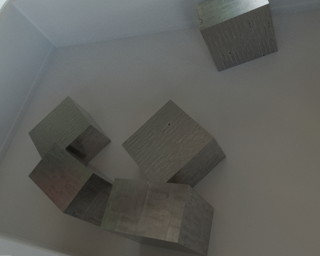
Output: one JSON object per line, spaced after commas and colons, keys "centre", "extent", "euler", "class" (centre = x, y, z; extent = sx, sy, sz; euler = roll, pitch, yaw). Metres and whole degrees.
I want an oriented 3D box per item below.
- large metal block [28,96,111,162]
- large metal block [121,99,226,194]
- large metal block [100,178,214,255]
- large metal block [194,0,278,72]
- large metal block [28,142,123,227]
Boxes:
{"centre": [-0.132, 0.013, 0.451], "extent": [0.080, 0.050, 0.080], "euler": [-44, 51, -2], "class": "large metal block"}
{"centre": [0.016, 0.027, 0.365], "extent": [0.080, 0.050, 0.080], "euler": [-43, 51, -2], "class": "large metal block"}
{"centre": [0.001, 0.091, 0.314], "extent": [0.080, 0.080, 0.050], "euler": [0, 62, 28], "class": "large metal block"}
{"centre": [0.098, -0.128, 0.397], "extent": [0.080, 0.080, 0.050], "euler": [-18, 55, 18], "class": "large metal block"}
{"centre": [-0.096, 0.071, 0.378], "extent": [0.080, 0.080, 0.050], "euler": [28, 78, 37], "class": "large metal block"}
